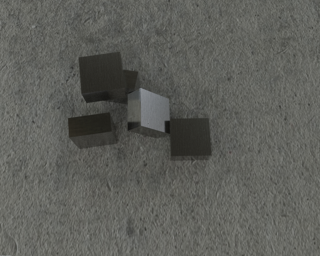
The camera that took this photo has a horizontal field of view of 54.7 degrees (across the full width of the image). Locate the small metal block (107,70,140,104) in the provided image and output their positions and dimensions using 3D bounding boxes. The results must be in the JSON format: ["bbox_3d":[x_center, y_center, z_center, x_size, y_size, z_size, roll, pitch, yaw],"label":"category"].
[{"bbox_3d":[-0.054,-0.055,0.414,0.050,0.050,0.025,8,69,4],"label":"small metal block"}]

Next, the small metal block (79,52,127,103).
[{"bbox_3d":[-0.069,-0.061,0.377,0.050,0.025,0.050,-9,69,-3],"label":"small metal block"}]

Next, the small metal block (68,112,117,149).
[{"bbox_3d":[-0.084,0.004,0.392,0.050,0.050,0.025,-8,71,-3],"label":"small metal block"}]

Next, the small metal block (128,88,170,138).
[{"bbox_3d":[-0.014,-0.018,0.399,0.050,0.025,0.050,17,63,-42],"label":"small metal block"}]

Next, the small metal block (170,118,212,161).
[{"bbox_3d":[0.038,0.015,0.403,0.050,0.025,0.050,-1,70,-1],"label":"small metal block"}]
